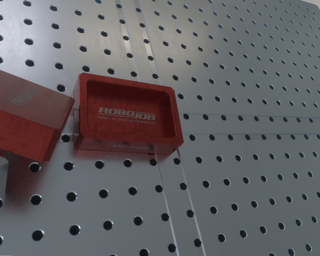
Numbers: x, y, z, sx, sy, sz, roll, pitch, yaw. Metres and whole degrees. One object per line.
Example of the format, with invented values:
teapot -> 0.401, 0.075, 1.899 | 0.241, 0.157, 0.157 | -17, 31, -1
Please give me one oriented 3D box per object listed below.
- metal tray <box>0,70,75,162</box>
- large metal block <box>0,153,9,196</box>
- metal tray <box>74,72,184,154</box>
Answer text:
metal tray -> -0.135, -0.018, 0.293 | 0.091, 0.030, 0.130 | 21, 12, -15
large metal block -> -0.177, 0.046, 0.250 | 0.050, 0.080, 0.080 | 48, 51, 5
metal tray -> -0.040, -0.016, 0.393 | 0.131, 0.030, 0.090 | 6, 59, -25
